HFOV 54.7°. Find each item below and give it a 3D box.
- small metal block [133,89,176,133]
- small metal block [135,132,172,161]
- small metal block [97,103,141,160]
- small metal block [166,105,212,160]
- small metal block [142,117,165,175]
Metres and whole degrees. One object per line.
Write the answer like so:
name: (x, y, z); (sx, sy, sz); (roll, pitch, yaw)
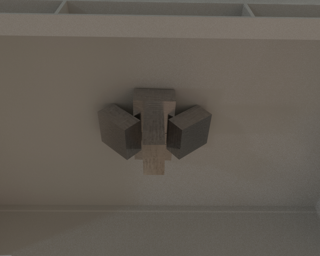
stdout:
small metal block: (-0.008, -0.021, 0.388); (0.050, 0.025, 0.050); (1, 130, -2)
small metal block: (-0.009, 0.017, 0.421); (0.050, 0.025, 0.050); (2, 130, -2)
small metal block: (-0.051, 0.004, 0.392); (0.050, 0.025, 0.050); (32, 139, 31)
small metal block: (0.036, 0.005, 0.396); (0.050, 0.025, 0.050); (-27, 139, -30)
small metal block: (-0.007, 0.021, 0.375); (0.025, 0.050, 0.050); (0, 130, -1)
